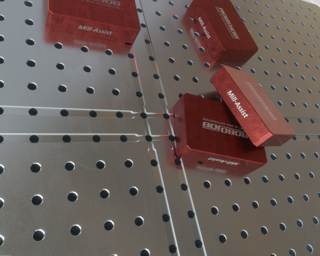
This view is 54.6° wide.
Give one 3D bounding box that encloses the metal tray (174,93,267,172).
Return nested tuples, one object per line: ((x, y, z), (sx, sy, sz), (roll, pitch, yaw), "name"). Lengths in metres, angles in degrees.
((0.087, 0.007, 0.446), (0.131, 0.030, 0.090), (13, 57, -21), "metal tray")

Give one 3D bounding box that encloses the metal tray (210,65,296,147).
((0.141, -0.033, 0.473), (0.091, 0.030, 0.130), (3, 51, -47), "metal tray")

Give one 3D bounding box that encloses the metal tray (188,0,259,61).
((0.118, -0.187, 0.581), (0.091, 0.030, 0.130), (-9, 66, -32), "metal tray")

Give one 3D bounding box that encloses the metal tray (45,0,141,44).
((-0.100, -0.179, 0.460), (0.131, 0.030, 0.090), (2, 61, -27), "metal tray")
